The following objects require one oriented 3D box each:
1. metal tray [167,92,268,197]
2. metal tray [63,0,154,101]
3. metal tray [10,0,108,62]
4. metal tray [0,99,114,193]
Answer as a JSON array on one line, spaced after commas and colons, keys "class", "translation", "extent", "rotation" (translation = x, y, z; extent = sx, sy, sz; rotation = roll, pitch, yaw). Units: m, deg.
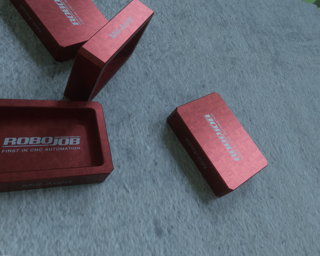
[{"class": "metal tray", "translation": [0.081, 0.019, 0.435], "extent": [0.091, 0.030, 0.130], "rotation": [-24, 75, -37]}, {"class": "metal tray", "translation": [-0.062, -0.094, 0.386], "extent": [0.030, 0.090, 0.130], "rotation": [35, 51, -6]}, {"class": "metal tray", "translation": [-0.136, -0.159, 0.425], "extent": [0.091, 0.030, 0.130], "rotation": [-32, 80, -38]}, {"class": "metal tray", "translation": [-0.122, 0.016, 0.325], "extent": [0.131, 0.030, 0.090], "rotation": [-1, 62, -29]}]
